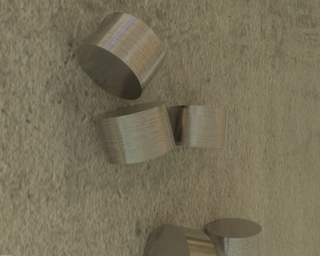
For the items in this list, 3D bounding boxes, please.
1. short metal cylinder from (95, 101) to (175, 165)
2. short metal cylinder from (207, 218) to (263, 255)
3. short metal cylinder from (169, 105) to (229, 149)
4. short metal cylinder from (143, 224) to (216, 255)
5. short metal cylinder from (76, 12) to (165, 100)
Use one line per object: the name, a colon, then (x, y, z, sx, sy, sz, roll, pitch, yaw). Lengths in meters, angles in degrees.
short metal cylinder: (-0.027, 0.003, 0.348, 0.081, 0.080, 0.050, -21, 104, -38)
short metal cylinder: (0.112, 0.174, 0.466, 0.081, 0.080, 0.050, -5, 94, -40)
short metal cylinder: (0.050, 0.000, 0.413, 0.081, 0.080, 0.050, 7, 86, -40)
short metal cylinder: (0.024, 0.166, 0.392, 0.050, 0.080, 0.080, 26, 74, -38)
short metal cylinder: (-0.041, -0.076, 0.336, 0.080, 0.080, 0.050, 47, 62, -30)
